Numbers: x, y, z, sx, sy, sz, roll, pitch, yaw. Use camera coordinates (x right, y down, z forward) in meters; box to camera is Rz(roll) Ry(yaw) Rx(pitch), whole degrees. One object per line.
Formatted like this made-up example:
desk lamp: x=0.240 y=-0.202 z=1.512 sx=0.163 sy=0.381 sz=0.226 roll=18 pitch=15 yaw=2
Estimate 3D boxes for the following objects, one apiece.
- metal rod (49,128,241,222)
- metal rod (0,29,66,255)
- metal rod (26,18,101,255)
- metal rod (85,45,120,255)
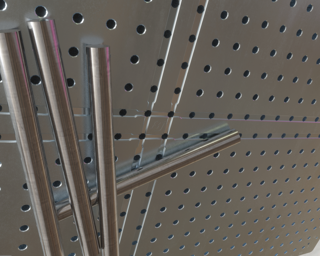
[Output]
metal rod: x=-0.018 y=0.065 z=0.440 sx=0.302 sy=0.025 sz=0.025 roll=-21 pitch=127 yaw=-16
metal rod: x=-0.137 y=0.047 z=0.344 sx=0.025 sy=0.025 sz=0.298 roll=-12 pitch=117 yaw=-22
metal rod: x=-0.102 y=0.033 z=0.354 sx=0.025 sy=0.025 sz=0.298 roll=-14 pitch=118 yaw=-20
metal rod: x=-0.067 y=0.052 z=0.381 sx=0.025 sy=0.025 sz=0.298 roll=-10 pitch=115 yaw=-23
